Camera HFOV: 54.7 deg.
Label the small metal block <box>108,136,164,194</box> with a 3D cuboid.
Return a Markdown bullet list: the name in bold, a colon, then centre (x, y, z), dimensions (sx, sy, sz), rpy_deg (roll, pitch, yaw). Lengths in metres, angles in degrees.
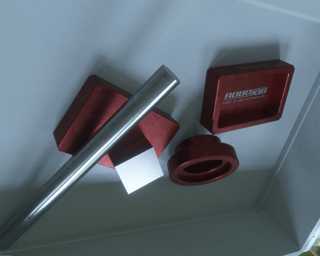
- **small metal block**: centre (-0.029, 0.046, 0.384), dimensions (0.050, 0.025, 0.050), rpy_deg (-27, 128, -12)

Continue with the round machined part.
- **round machined part**: centre (0.058, 0.044, 0.441), dimensions (0.099, 0.042, 0.098), rpy_deg (-8, 149, -5)

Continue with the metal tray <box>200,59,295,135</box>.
- **metal tray**: centre (0.126, -0.046, 0.447), dimensions (0.131, 0.030, 0.089), rpy_deg (-11, 123, -23)

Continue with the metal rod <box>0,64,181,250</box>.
- **metal rod**: centre (-0.094, 0.044, 0.347), dimensions (0.299, 0.025, 0.025), rpy_deg (-43, 131, 17)

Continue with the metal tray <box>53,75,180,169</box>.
- **metal tray**: centre (-0.049, 0.003, 0.382), dimensions (0.131, 0.030, 0.090), rpy_deg (26, 104, -38)
